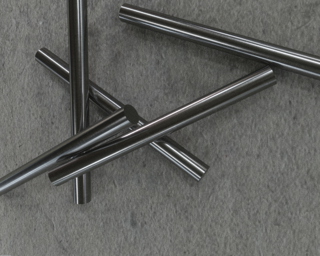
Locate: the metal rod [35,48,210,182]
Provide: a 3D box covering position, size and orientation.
[{"bbox_3d":[-0.062,-0.026,0.429,0.300,0.025,0.025,36,101,16],"label":"metal rod"}]

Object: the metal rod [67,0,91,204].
[{"bbox_3d":[-0.109,-0.041,0.420,0.025,0.025,0.298,5,102,19],"label":"metal rod"}]

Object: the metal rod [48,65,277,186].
[{"bbox_3d":[-0.004,0.001,0.384,0.301,0.025,0.025,-25,82,8],"label":"metal rod"}]

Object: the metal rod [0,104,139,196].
[{"bbox_3d":[-0.148,0.042,0.426,0.300,0.025,0.025,-26,81,30],"label":"metal rod"}]

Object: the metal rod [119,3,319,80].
[{"bbox_3d":[0.084,-0.105,0.379,0.301,0.025,0.025,22,97,18],"label":"metal rod"}]
